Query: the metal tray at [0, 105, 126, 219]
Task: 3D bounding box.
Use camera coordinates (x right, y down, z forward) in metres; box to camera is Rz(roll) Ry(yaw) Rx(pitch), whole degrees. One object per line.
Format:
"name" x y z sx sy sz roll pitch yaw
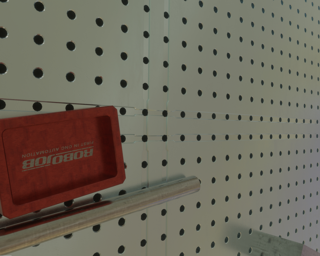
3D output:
"metal tray" -0.102 0.028 0.321 0.131 0.030 0.089 -11 97 -40

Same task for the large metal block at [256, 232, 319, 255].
"large metal block" 0.240 0.240 0.579 0.080 0.080 0.050 34 69 -35

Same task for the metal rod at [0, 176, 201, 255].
"metal rod" -0.065 0.096 0.356 0.302 0.025 0.025 -7 95 -40
